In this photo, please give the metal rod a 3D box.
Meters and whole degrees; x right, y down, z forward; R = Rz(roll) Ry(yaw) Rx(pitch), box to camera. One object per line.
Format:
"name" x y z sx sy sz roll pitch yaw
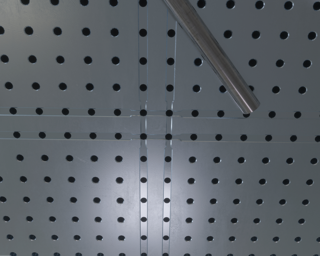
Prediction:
"metal rod" 0.027 -0.136 0.363 0.025 0.025 0.300 -37 106 12
